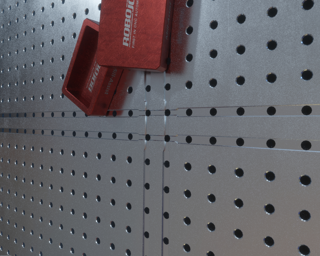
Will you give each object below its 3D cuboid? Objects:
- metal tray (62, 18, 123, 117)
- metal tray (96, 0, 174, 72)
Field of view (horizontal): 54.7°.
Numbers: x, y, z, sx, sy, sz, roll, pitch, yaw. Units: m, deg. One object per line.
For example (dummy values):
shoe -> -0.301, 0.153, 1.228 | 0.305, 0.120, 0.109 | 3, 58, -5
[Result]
metal tray -> -0.103, -0.094, 0.487 | 0.090, 0.030, 0.129 | 37, 112, 33
metal tray -> -0.032, -0.143, 0.409 | 0.090, 0.030, 0.129 | 7, 95, 16
